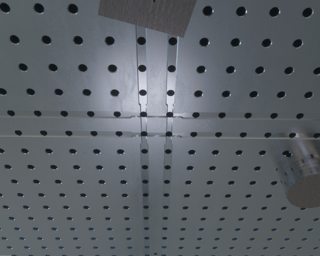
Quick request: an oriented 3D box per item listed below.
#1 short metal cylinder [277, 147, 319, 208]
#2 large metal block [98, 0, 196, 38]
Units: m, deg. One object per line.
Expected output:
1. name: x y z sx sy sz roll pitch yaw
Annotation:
1. short metal cylinder: 0.223 0.075 0.461 0.081 0.050 0.079 0 130 0
2. large metal block: -0.006 -0.138 0.278 0.081 0.050 0.079 12 129 -10
